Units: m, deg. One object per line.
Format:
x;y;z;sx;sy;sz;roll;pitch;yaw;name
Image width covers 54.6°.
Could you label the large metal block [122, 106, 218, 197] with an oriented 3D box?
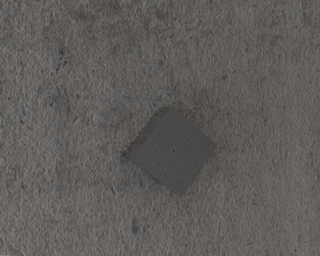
0.013;0.029;0.400;0.080;0.050;0.080;40;77;-16;large metal block
